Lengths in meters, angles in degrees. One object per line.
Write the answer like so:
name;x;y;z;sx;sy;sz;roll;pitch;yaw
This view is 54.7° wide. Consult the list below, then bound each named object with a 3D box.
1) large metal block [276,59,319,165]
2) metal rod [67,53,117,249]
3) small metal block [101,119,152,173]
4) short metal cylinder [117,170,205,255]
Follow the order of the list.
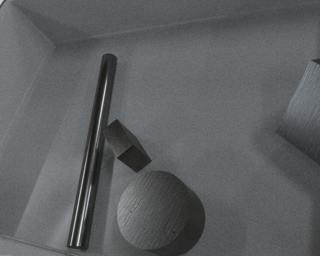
large metal block;0.167;-0.010;0.281;0.050;0.079;0.080;-14;43;-31
metal rod;-0.091;0.013;0.443;0.025;0.025;0.299;-11;57;22
small metal block;-0.042;0.023;0.396;0.025;0.050;0.050;-39;51;2
short metal cylinder;0.002;0.092;0.331;0.080;0.050;0.080;-13;56;20
